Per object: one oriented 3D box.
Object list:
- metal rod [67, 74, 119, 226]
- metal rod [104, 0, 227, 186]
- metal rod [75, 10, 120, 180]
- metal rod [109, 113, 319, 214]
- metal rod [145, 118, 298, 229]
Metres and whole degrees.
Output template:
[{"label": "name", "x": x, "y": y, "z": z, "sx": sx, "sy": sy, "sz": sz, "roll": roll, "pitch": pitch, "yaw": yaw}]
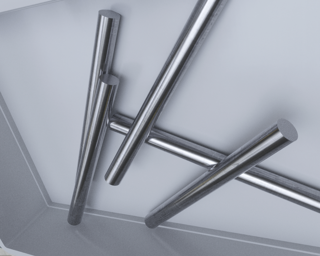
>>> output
[{"label": "metal rod", "x": -0.108, "y": 0.052, "z": 0.469, "sx": 0.025, "sy": 0.025, "sz": 0.298, "roll": 29, "pitch": 126, "yaw": 9}, {"label": "metal rod", "x": -0.002, "y": -0.036, "z": 0.363, "sx": 0.025, "sy": 0.025, "sz": 0.298, "roll": 34, "pitch": 122, "yaw": 5}, {"label": "metal rod", "x": -0.096, "y": -0.018, "z": 0.445, "sx": 0.025, "sy": 0.025, "sz": 0.298, "roll": 27, "pitch": 128, "yaw": 11}, {"label": "metal rod", "x": 0.070, "y": 0.043, "z": 0.396, "sx": 0.301, "sy": 0.025, "sz": 0.025, "roll": 21, "pitch": 126, "yaw": 15}, {"label": "metal rod", "x": 0.053, "y": 0.077, "z": 0.400, "sx": 0.025, "sy": 0.025, "sz": 0.298, "roll": 41, "pitch": 137, "yaw": 0}]
